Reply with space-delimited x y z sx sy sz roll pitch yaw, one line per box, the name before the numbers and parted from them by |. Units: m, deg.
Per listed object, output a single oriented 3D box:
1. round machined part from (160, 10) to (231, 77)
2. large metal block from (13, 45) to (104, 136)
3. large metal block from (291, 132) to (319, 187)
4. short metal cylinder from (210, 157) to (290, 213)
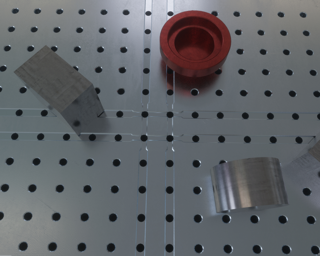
round machined part | 0.049 -0.116 0.445 0.099 0.042 0.098 0 70 0
large metal block | -0.125 -0.045 0.398 0.080 0.080 0.050 39 75 13
large metal block | 0.230 0.038 0.386 0.080 0.050 0.080 -42 75 -14
short metal cylinder | 0.102 0.068 0.358 0.081 0.080 0.050 -5 70 -2
